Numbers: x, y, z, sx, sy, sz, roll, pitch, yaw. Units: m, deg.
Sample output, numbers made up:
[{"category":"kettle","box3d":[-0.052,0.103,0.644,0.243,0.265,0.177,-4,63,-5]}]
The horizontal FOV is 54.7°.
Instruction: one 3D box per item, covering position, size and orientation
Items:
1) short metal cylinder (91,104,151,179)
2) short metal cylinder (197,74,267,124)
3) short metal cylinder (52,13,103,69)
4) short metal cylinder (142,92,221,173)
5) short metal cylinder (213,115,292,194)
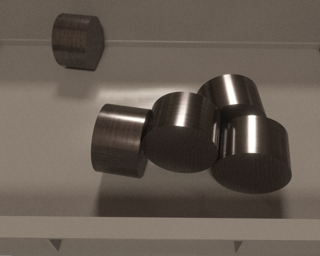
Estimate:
[{"category":"short metal cylinder","box3d":[-0.041,0.015,0.357,0.050,0.080,0.080,8,51,7]},{"category":"short metal cylinder","box3d":[0.087,-0.020,0.388,0.081,0.080,0.050,-1,50,-1]},{"category":"short metal cylinder","box3d":[-0.126,-0.134,0.480,0.050,0.080,0.080,7,50,5]},{"category":"short metal cylinder","box3d":[0.025,0.006,0.341,0.080,0.080,0.050,8,49,6]},{"category":"short metal cylinder","box3d":[0.101,0.031,0.344,0.080,0.080,0.050,9,51,7]}]
